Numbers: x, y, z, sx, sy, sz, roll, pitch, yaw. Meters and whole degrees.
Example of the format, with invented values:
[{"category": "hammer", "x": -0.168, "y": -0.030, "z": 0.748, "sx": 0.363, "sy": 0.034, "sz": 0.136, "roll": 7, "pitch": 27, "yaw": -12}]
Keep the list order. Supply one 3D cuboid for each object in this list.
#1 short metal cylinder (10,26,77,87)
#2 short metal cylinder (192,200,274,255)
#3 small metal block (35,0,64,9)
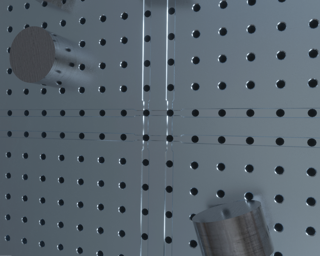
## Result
[{"category": "short metal cylinder", "x": -0.172, "y": -0.104, "z": 0.460, "sx": 0.080, "sy": 0.050, "sz": 0.080, "roll": 0, "pitch": 90, "yaw": 20}, {"category": "short metal cylinder", "x": 0.082, "y": 0.119, "z": 0.354, "sx": 0.080, "sy": 0.080, "sz": 0.050, "roll": -17, "pitch": 84, "yaw": 19}, {"category": "small metal block", "x": -0.171, "y": -0.217, "z": 0.473, "sx": 0.050, "sy": 0.025, "sz": 0.050, "roll": 23, "pitch": 97, "yaw": 18}]
